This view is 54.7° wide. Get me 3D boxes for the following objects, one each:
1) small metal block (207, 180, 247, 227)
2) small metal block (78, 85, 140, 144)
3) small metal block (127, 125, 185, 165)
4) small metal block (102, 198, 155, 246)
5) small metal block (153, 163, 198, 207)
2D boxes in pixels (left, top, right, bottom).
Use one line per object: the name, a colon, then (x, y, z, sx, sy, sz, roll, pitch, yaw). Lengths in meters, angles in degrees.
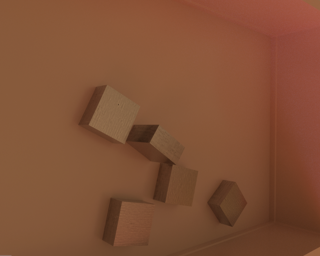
small metal block: (0.109, 0.121, 0.498, 0.050, 0.025, 0.050, -47, 118, -30)
small metal block: (-0.057, -0.015, 0.358, 0.050, 0.025, 0.050, 33, 70, -35)
small metal block: (-0.006, 0.020, 0.385, 0.050, 0.050, 0.025, 42, 65, -32)
small metal block: (-0.037, 0.114, 0.376, 0.050, 0.025, 0.050, 17, 79, -39)
small metal block: (0.022, 0.078, 0.425, 0.050, 0.025, 0.050, 19, 78, -38)
